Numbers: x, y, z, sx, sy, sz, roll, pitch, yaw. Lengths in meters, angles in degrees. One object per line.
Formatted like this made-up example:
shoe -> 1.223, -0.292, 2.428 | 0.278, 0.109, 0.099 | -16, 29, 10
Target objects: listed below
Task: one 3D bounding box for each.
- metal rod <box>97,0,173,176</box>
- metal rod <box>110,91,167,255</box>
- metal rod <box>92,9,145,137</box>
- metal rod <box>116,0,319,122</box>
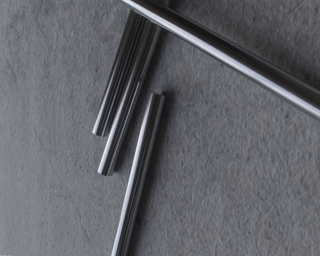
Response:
metal rod -> -0.033, -0.068, 0.429 | 0.025, 0.025, 0.298 | 32, 110, 35
metal rod -> -0.038, 0.097, 0.433 | 0.025, 0.025, 0.298 | 23, 104, 37
metal rod -> -0.042, -0.125, 0.437 | 0.025, 0.025, 0.298 | 33, 110, 35
metal rod -> 0.046, -0.100, 0.344 | 0.300, 0.025, 0.025 | 39, 114, 26
